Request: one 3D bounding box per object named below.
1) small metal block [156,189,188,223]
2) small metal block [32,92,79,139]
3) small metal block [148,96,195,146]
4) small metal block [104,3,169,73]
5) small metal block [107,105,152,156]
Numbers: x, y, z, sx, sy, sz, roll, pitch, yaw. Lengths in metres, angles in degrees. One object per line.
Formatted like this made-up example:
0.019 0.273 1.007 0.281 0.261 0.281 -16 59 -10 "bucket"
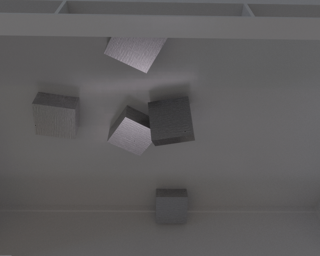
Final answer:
0.019 0.128 0.508 0.050 0.025 0.050 0 110 -1 "small metal block"
-0.131 -0.015 0.395 0.050 0.025 0.050 8 130 -7 "small metal block"
0.014 -0.008 0.382 0.050 0.050 0.025 -9 160 7 "small metal block"
-0.025 -0.094 0.329 0.050 0.025 0.050 22 127 -18 "small metal block"
-0.035 0.005 0.412 0.050 0.025 0.050 26 125 -21 "small metal block"
